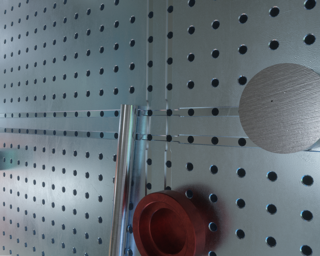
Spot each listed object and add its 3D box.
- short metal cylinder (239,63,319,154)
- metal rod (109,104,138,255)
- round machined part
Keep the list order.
[{"bbox_3d":[0.123,-0.017,0.292,0.080,0.050,0.080,0,90,40],"label":"short metal cylinder"},{"bbox_3d":[-0.057,0.115,0.456,0.025,0.025,0.298,9,96,39],"label":"metal rod"},{"bbox_3d":[0.015,0.126,0.386,0.098,0.042,0.097,0,90,40],"label":"round machined part"}]
